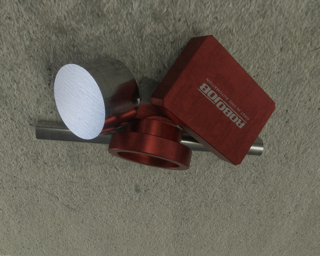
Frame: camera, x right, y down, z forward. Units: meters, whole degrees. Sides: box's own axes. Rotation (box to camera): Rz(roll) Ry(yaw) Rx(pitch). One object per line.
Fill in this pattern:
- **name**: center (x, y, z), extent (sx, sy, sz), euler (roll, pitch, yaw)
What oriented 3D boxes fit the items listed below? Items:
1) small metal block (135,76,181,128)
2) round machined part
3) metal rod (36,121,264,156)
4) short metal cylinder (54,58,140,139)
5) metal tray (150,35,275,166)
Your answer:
- **small metal block**: center (-0.002, -0.030, 0.365), extent (0.050, 0.050, 0.025), euler (18, 128, -15)
- **round machined part**: center (-0.009, 0.019, 0.373), extent (0.099, 0.042, 0.098), euler (11, 165, 3)
- **metal rod**: center (-0.010, 0.015, 0.421), extent (0.302, 0.025, 0.025), euler (5, 130, -4)
- **short metal cylinder**: center (-0.069, -0.033, 0.337), extent (0.080, 0.050, 0.079), euler (16, 117, 34)
- **metal tray**: center (0.064, -0.028, 0.349), extent (0.130, 0.030, 0.090), euler (38, 82, -28)
